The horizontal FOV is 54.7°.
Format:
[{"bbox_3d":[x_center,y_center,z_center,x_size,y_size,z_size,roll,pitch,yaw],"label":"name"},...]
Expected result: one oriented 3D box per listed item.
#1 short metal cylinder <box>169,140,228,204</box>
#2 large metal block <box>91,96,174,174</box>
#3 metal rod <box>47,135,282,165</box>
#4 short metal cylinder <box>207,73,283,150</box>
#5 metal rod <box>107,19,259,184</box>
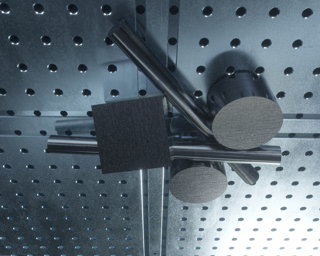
[{"bbox_3d":[0.053,0.064,0.445,0.081,0.050,0.079,0,130,0],"label":"short metal cylinder"},{"bbox_3d":[-0.030,0.006,0.372,0.080,0.050,0.079,-7,95,6],"label":"large metal block"},{"bbox_3d":[0.002,0.029,0.409,0.302,0.025,0.025,3,131,5],"label":"metal rod"},{"bbox_3d":[0.100,-0.020,0.375,0.081,0.050,0.079,0,130,0],"label":"short metal cylinder"},{"bbox_3d":[0.047,-0.014,0.396,0.025,0.025,0.300,-31,124,23],"label":"metal rod"}]
